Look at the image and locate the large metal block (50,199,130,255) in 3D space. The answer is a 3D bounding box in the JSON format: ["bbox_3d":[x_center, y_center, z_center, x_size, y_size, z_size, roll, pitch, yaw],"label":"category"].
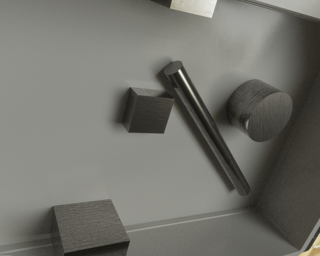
[{"bbox_3d":[-0.096,0.145,0.411,0.081,0.080,0.050,0,119,-29],"label":"large metal block"}]

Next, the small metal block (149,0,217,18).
[{"bbox_3d":[0.024,-0.137,0.322,0.050,0.050,0.025,1,118,-29],"label":"small metal block"}]

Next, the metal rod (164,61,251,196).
[{"bbox_3d":[0.084,0.020,0.469,0.025,0.025,0.300,-39,130,-3],"label":"metal rod"}]

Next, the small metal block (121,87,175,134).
[{"bbox_3d":[-0.015,-0.021,0.389,0.050,0.025,0.050,2,117,-30],"label":"small metal block"}]

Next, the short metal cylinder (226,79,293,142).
[{"bbox_3d":[0.147,-0.026,0.459,0.081,0.050,0.079,-14,125,-21],"label":"short metal cylinder"}]
